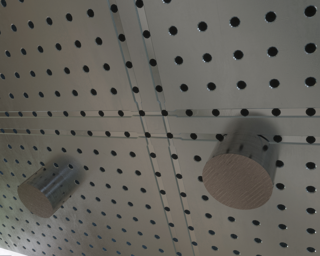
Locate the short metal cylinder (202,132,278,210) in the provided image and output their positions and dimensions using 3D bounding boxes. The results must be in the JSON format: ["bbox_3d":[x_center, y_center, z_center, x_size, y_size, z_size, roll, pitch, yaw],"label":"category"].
[{"bbox_3d":[0.097,0.051,0.375,0.080,0.050,0.079,13,124,20],"label":"short metal cylinder"}]

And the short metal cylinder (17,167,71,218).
[{"bbox_3d":[-0.217,0.121,0.581,0.080,0.050,0.079,13,124,20],"label":"short metal cylinder"}]
